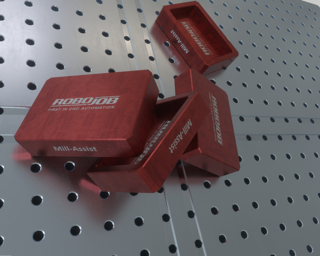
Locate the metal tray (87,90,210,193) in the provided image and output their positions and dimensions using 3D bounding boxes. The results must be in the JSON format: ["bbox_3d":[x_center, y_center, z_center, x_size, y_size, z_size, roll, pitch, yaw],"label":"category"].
[{"bbox_3d":[-0.010,0.013,0.347,0.030,0.090,0.130,56,49,-23],"label":"metal tray"}]

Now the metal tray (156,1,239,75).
[{"bbox_3d":[0.065,-0.157,0.534,0.091,0.030,0.130,-26,76,-37],"label":"metal tray"}]

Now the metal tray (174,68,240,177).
[{"bbox_3d":[0.064,-0.008,0.424,0.090,0.030,0.130,26,49,-39],"label":"metal tray"}]

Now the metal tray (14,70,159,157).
[{"bbox_3d":[-0.074,-0.016,0.324,0.130,0.030,0.090,-1,52,19],"label":"metal tray"}]
